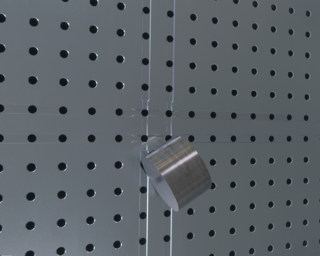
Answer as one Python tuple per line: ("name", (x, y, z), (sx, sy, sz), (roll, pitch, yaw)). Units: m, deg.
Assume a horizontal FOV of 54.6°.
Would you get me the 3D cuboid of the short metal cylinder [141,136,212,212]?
("short metal cylinder", (0.020, 0.057, 0.390), (0.050, 0.080, 0.080), (-31, 100, -17))
